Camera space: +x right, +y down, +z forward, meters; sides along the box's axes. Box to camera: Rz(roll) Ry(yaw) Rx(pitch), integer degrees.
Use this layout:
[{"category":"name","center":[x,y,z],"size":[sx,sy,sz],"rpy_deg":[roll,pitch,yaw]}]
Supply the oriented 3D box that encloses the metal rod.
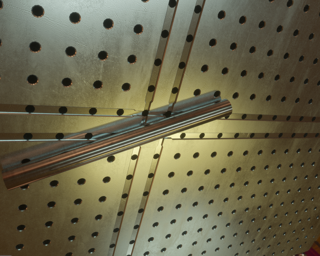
[{"category":"metal rod","center":[-0.039,0.015,0.400],"size":[0.302,0.025,0.025],"rpy_deg":[-18,126,-18]}]
